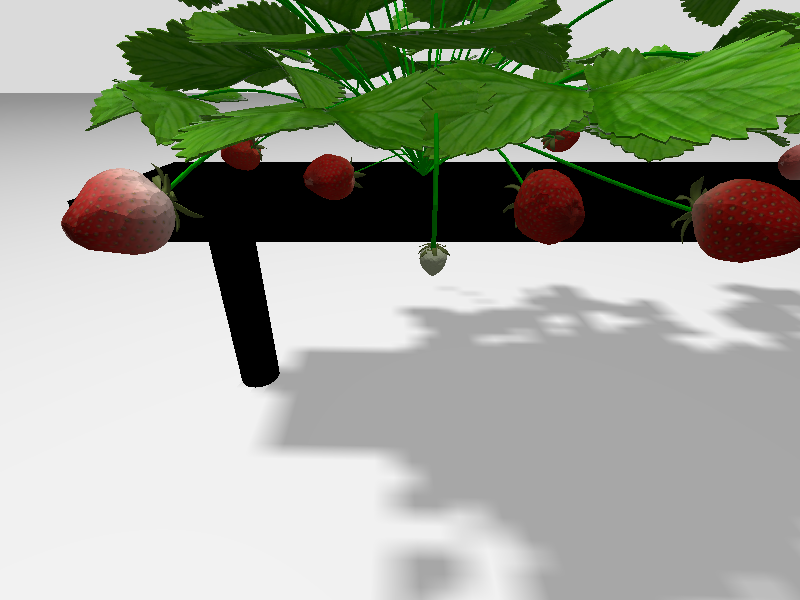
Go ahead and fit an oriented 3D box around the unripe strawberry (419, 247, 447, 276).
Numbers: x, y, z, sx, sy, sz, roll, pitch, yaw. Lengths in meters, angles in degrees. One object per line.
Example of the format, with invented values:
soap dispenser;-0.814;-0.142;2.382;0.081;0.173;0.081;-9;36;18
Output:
unripe strawberry;0.014;-0.016;0.167;0.011;0.012;0.012;1;29;2

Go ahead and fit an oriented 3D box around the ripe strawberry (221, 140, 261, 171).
ripe strawberry;-0.143;-0.131;0.355;0.034;0.034;0.032;-13;25;16

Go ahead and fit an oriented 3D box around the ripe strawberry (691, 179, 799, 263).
ripe strawberry;0.148;-0.033;0.170;0.040;0.034;0.040;-18;34;-30

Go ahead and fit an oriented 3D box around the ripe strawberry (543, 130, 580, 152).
ripe strawberry;0.178;-0.181;0.440;0.035;0.035;0.039;-20;35;-33

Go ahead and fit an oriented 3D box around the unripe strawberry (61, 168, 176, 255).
unripe strawberry;-0.124;-0.038;0.177;0.041;0.036;0.041;22;44;34

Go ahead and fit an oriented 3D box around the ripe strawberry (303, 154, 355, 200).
ripe strawberry;-0.047;-0.079;0.259;0.033;0.030;0.030;21;36;33

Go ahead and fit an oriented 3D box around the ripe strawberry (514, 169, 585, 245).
ripe strawberry;0.070;-0.042;0.188;0.031;0.035;0.033;-8;32;-15

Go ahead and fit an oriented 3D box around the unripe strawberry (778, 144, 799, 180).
unripe strawberry;0.315;-0.110;0.318;0.026;0.027;0.024;-5;29;-5
